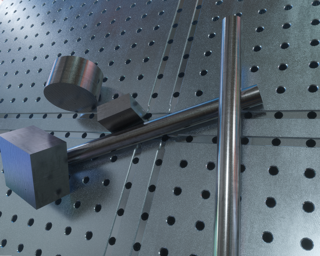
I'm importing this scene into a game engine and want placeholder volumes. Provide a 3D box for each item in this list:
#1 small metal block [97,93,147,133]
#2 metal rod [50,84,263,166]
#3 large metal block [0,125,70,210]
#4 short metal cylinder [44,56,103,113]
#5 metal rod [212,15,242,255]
[{"bbox_3d":[-0.051,-0.016,0.427,0.050,0.050,0.025,-21,54,15],"label":"small metal block"},{"bbox_3d":[-0.017,0.004,0.413,0.301,0.025,0.025,-18,55,17],"label":"metal rod"},{"bbox_3d":[-0.170,0.050,0.422,0.080,0.079,0.050,20,28,35],"label":"large metal block"},{"bbox_3d":[-0.132,-0.066,0.481,0.080,0.080,0.050,-8,59,24],"label":"short metal cylinder"},{"bbox_3d":[0.076,0.005,0.339,0.025,0.025,0.299,-4,67,26],"label":"metal rod"}]
